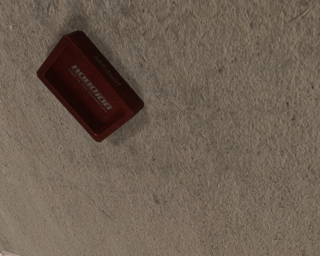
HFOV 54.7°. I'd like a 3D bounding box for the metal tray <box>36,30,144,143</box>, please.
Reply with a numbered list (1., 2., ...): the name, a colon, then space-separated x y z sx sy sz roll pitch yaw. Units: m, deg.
1. metal tray: -0.096 -0.052 0.419 0.090 0.030 0.130 -35 99 38
